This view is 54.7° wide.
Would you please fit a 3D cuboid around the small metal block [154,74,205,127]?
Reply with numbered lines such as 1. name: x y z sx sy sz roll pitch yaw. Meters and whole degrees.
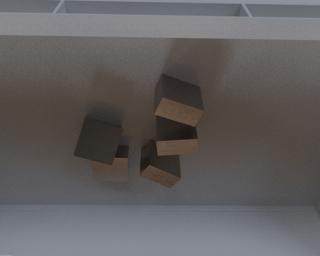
1. small metal block: 0.021 -0.033 0.365 0.050 0.050 0.025 17 128 -14

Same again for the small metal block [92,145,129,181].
1. small metal block: -0.071 0.051 0.452 0.050 0.025 0.050 2 130 -3

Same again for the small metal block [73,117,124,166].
1. small metal block: -0.081 0.017 0.407 0.050 0.025 0.050 17 95 -14

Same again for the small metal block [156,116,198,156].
1. small metal block: 0.021 0.008 0.400 0.050 0.050 0.025 -4 130 2

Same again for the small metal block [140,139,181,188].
1. small metal block: 0.001 0.050 0.435 0.050 0.050 0.025 27 125 -21
